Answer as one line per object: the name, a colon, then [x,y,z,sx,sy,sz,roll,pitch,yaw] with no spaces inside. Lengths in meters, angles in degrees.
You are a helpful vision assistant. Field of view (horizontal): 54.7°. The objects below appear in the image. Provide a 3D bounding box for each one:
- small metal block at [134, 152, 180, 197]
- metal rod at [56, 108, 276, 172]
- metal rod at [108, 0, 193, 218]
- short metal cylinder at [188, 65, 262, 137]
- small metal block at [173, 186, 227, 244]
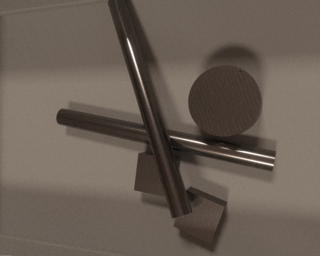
small metal block: [-0.004,0.061,0.411,0.050,0.025,0.050,8,93,19]
metal rod: [-0.006,0.011,0.411,0.301,0.025,0.025,11,94,19]
metal rod: [-0.017,-0.037,0.395,0.025,0.025,0.299,-22,75,18]
short metal cylinder: [0.079,-0.030,0.369,0.080,0.050,0.079,0,90,19]
small metal block: [0.051,0.109,0.392,0.050,0.025,0.050,21,97,18]
